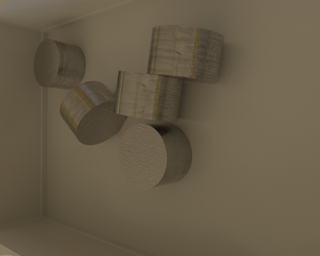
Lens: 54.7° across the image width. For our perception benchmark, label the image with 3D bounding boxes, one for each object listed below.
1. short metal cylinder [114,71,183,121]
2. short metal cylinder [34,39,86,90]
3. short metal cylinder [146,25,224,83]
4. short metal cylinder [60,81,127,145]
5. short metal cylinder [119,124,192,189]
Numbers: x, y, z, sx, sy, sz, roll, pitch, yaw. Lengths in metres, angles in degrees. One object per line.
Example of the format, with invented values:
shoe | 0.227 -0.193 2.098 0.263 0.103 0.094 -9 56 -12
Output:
short metal cylinder | -0.014 -0.040 0.383 0.080 0.081 0.050 14 99 39
short metal cylinder | -0.174 -0.108 0.534 0.080 0.050 0.080 0 90 40
short metal cylinder | 0.028 -0.080 0.348 0.080 0.081 0.050 13 98 39
short metal cylinder | -0.096 -0.021 0.451 0.050 0.081 0.080 47 118 30
short metal cylinder | -0.007 0.034 0.396 0.080 0.050 0.080 0 90 40
